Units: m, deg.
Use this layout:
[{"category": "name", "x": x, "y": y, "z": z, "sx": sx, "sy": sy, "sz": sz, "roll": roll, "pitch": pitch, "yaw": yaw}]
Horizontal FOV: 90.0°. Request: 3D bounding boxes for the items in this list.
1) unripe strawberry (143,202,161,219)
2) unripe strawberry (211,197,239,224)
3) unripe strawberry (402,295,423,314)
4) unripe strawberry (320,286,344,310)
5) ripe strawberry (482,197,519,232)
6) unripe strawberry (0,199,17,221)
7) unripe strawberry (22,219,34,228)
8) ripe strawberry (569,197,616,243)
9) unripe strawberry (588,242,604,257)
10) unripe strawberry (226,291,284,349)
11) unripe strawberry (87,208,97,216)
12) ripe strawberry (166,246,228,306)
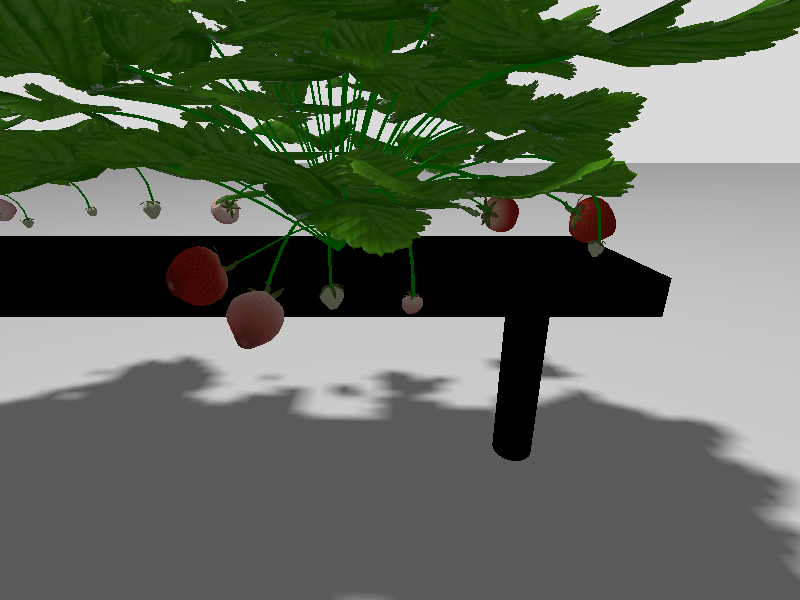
[{"category": "unripe strawberry", "x": -0.319, "y": -0.115, "z": 0.516, "sx": 0.021, "sy": 0.022, "sz": 0.020, "roll": -18, "pitch": 27, "yaw": -40}, {"category": "unripe strawberry", "x": -0.213, "y": -0.107, "z": 0.485, "sx": 0.034, "sy": 0.033, "sz": 0.032, "roll": -14, "pitch": 5, "yaw": 45}, {"category": "unripe strawberry", "x": 0.006, "y": 0.002, "z": 0.199, "sx": 0.011, "sy": 0.010, "sz": 0.010, "roll": -7, "pitch": 22, "yaw": -19}, {"category": "unripe strawberry", "x": -0.036, "y": -0.001, "z": 0.212, "sx": 0.013, "sy": 0.013, "sz": 0.011, "roll": -2, "pitch": 21, "yaw": -7}, {"category": "ripe strawberry", "x": 0.115, "y": -0.097, "z": 0.447, "sx": 0.041, "sy": 0.041, "sz": 0.038, "roll": -7, "pitch": 21, "yaw": -31}, {"category": "unripe strawberry", "x": -0.506, "y": -0.116, "z": 0.513, "sx": 0.027, "sy": 0.028, "sz": 0.029, "roll": 0, "pitch": 17, "yaw": -1}, {"category": "unripe strawberry", "x": -0.425, "y": -0.087, "z": 0.458, "sx": 0.011, "sy": 0.010, "sz": 0.010, "roll": 14, "pitch": 25, "yaw": 34}, {"category": "ripe strawberry", "x": 0.188, "y": -0.075, "z": 0.386, "sx": 0.045, "sy": 0.044, "sz": 0.042, "roll": 18, "pitch": 16, "yaw": -15}, {"category": "unripe strawberry", "x": 0.128, "y": -0.033, "z": 0.263, "sx": 0.010, "sy": 0.010, "sz": 0.011, "roll": 10, "pitch": 23, "yaw": 25}, {"category": "unripe strawberry", "x": -0.066, "y": 0.010, "z": 0.179, "sx": 0.025, "sy": 0.026, "sz": 0.027, "roll": 1, "pitch": 38, "yaw": 3}, {"category": "unripe strawberry", "x": -0.355, "y": -0.101, "z": 0.462, "sx": 0.010, "sy": 0.010, "sz": 0.009, "roll": -15, "pitch": 25, "yaw": -35}, {"category": "ripe strawberry", "x": -0.115, "y": -0.013, "z": 0.225, "sx": 0.029, "sy": 0.033, "sz": 0.032, "roll": 9, "pitch": 23, "yaw": 23}]
